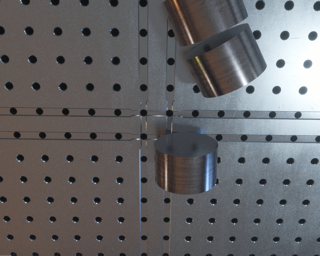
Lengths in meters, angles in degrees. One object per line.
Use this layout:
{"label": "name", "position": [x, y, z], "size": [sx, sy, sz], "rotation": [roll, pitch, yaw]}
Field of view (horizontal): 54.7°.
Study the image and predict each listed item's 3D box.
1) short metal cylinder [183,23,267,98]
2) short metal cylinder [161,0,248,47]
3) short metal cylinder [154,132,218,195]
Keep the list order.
{"label": "short metal cylinder", "position": [0.074, -0.077, 0.356], "size": [0.080, 0.080, 0.050], "rotation": [-28, 108, 10]}
{"label": "short metal cylinder", "position": [0.048, -0.129, 0.337], "size": [0.080, 0.080, 0.050], "rotation": [-23, 109, 8]}
{"label": "short metal cylinder", "position": [0.033, 0.043, 0.400], "size": [0.081, 0.080, 0.050], "rotation": [-1, 110, 0]}
